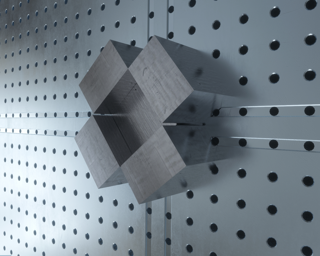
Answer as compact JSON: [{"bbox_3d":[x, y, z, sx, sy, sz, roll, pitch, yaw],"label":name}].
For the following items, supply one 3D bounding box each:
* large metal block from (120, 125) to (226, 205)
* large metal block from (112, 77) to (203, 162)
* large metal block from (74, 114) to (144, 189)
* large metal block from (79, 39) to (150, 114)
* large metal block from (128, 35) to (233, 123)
[{"bbox_3d":[0.016,0.041,0.363,0.080,0.081,0.050,-45,63,31],"label":"large metal block"},{"bbox_3d":[-0.006,-0.011,0.398,0.080,0.050,0.080,-47,61,32],"label":"large metal block"},{"bbox_3d":[-0.056,0.029,0.420,0.050,0.081,0.080,-46,63,30],"label":"large metal block"},{"bbox_3d":[-0.046,-0.063,0.413,0.080,0.081,0.050,-46,63,30],"label":"large metal block"},{"bbox_3d":[0.024,-0.052,0.355,0.050,0.081,0.080,-46,63,30],"label":"large metal block"}]
